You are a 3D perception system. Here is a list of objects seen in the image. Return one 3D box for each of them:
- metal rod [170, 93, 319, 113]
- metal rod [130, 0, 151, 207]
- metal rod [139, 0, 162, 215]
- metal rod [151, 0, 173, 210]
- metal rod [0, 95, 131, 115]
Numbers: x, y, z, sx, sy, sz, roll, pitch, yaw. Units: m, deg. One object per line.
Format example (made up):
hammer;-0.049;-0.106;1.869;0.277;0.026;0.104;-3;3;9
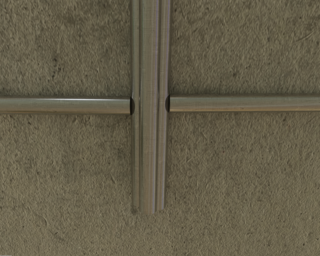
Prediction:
metal rod;0.164;-0.033;0.401;0.302;0.025;0.025;0;110;-1
metal rod;-0.025;-0.032;0.400;0.025;0.025;0.298;1;110;-1
metal rod;-0.013;-0.026;0.380;0.025;0.025;0.298;1;110;-1
metal rod;0.000;-0.026;0.402;0.025;0.025;0.298;1;110;-1
metal rod;-0.189;-0.030;0.397;0.302;0.025;0.025;0;110;-1
